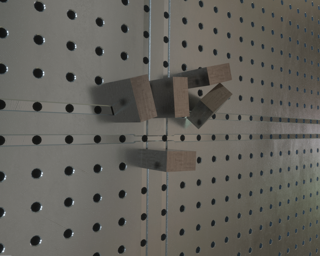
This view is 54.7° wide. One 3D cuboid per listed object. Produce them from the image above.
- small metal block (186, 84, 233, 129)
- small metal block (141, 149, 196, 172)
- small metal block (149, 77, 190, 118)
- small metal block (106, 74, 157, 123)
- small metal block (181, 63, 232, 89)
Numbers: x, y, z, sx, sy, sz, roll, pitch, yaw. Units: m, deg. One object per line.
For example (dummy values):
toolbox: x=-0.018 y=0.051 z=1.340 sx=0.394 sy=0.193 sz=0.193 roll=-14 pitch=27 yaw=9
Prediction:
small metal block: x=0.072 y=-0.032 z=0.452 sx=0.025 sy=0.050 sz=0.050 roll=44 pitch=57 yaw=7
small metal block: x=0.011 y=0.041 z=0.404 sx=0.050 sy=0.050 sz=0.025 roll=4 pitch=88 yaw=-40
small metal block: x=0.010 y=-0.039 z=0.404 sx=0.025 sy=0.050 sz=0.050 roll=-6 pitch=94 yaw=-40
small metal block: x=-0.034 y=-0.034 z=0.366 sx=0.025 sy=0.050 sz=0.050 roll=-22 pitch=104 yaw=-38
small metal block: x=0.068 y=-0.075 z=0.452 sx=0.050 sy=0.050 sz=0.025 roll=-18 pitch=101 yaw=-39
